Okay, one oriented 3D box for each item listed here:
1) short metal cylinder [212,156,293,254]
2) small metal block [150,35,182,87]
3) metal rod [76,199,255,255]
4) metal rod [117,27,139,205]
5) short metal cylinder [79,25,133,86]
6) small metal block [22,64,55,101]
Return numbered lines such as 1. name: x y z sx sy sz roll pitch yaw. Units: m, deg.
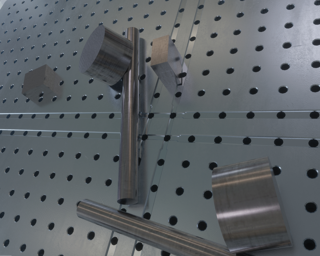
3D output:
1. short metal cylinder: 0.085 0.070 0.285 0.050 0.080 0.080 -16 55 19
2. small metal block: 0.010 -0.096 0.446 0.025 0.050 0.050 -10 57 23
3. metal rod: 0.030 0.122 0.317 0.300 0.025 0.025 8 66 31
4. metal rod: -0.043 -0.038 0.454 0.025 0.025 0.299 -15 55 20
5. short metal cylinder: -0.086 -0.114 0.488 0.080 0.050 0.080 -31 48 42
6. small metal block: -0.227 -0.085 0.580 0.050 0.025 0.050 -19 54 17
